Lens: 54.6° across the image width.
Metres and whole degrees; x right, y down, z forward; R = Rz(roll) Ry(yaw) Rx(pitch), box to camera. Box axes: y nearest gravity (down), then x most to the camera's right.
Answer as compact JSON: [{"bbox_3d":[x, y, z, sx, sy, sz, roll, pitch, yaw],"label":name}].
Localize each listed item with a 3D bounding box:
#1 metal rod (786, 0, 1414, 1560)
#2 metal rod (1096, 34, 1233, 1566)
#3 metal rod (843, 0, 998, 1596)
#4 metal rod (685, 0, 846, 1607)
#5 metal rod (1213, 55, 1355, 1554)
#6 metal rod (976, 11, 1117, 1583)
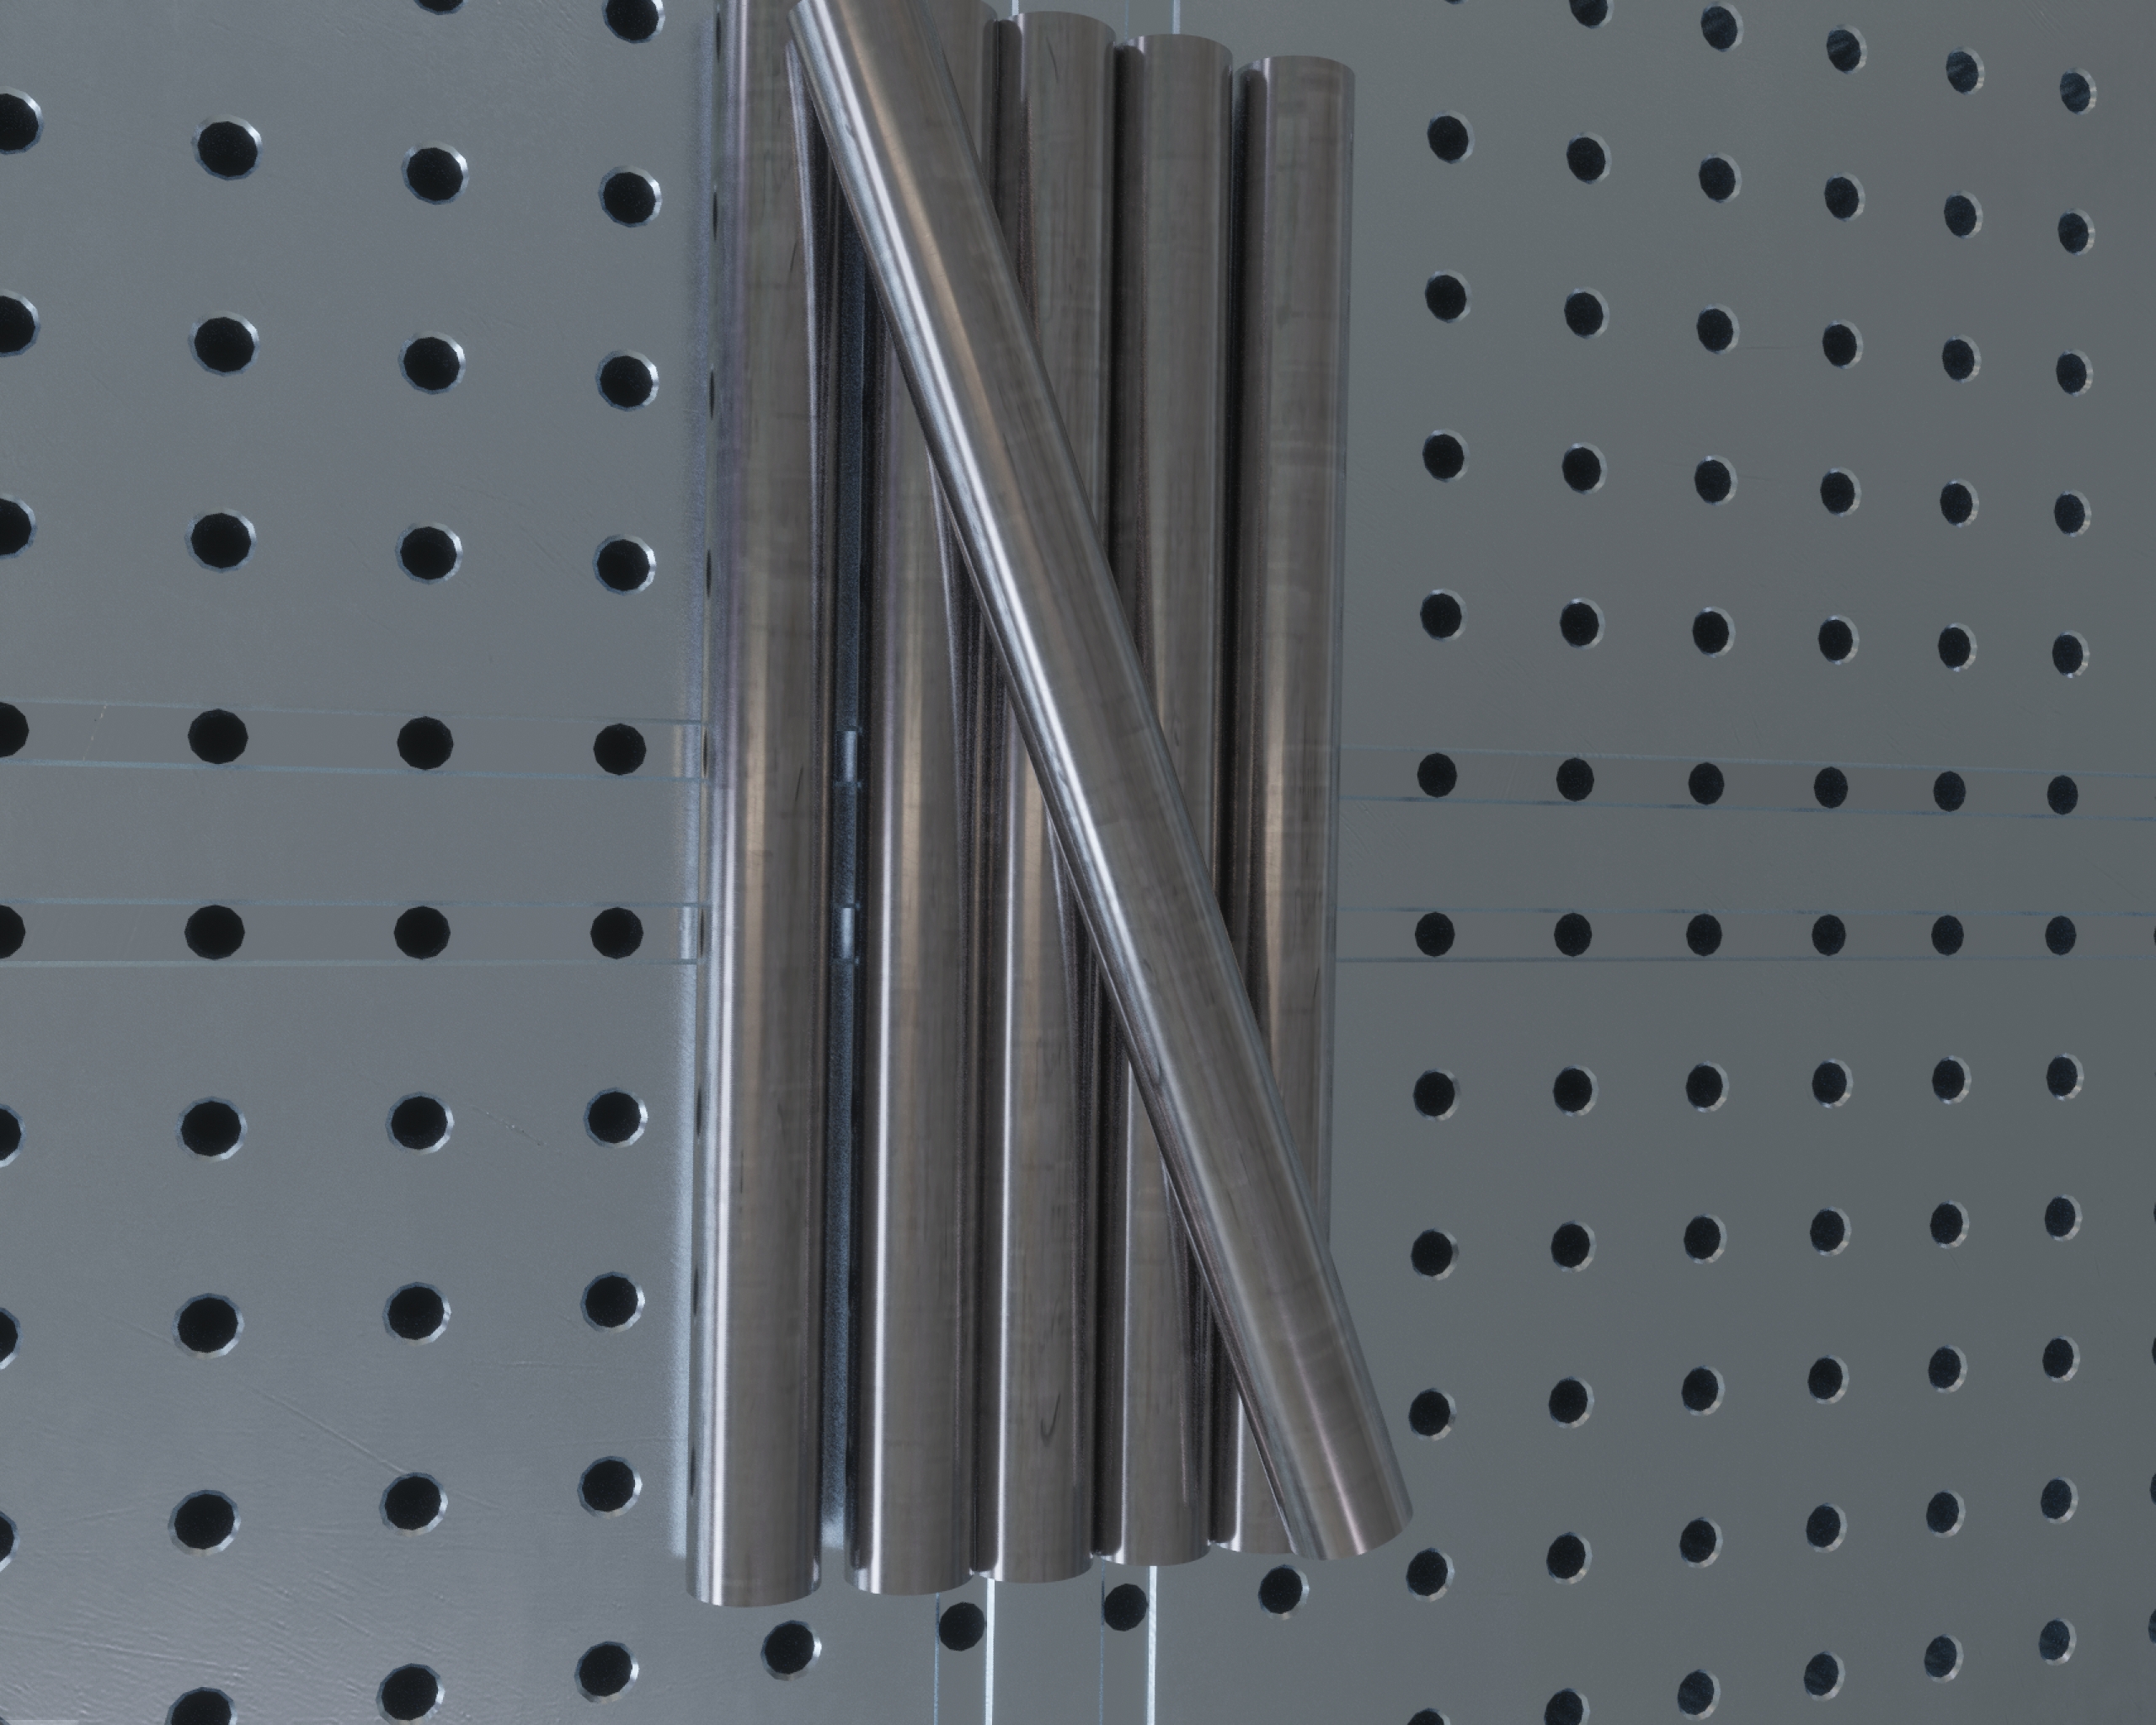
[{"bbox_3d":[0.007,-0.012,0.388,0.025,0.025,0.299,-20,97,-19],"label":"metal rod"},{"bbox_3d":[0.016,-0.012,0.419,0.025,0.025,0.298,1,90,-20],"label":"metal rod"},{"bbox_3d":[-0.030,-0.013,0.400,0.025,0.025,0.298,1,90,-20],"label":"metal rod"},{"bbox_3d":[-0.058,-0.015,0.390,0.025,0.025,0.298,1,90,-20],"label":"metal rod"},{"bbox_3d":[0.041,-0.012,0.428,0.025,0.025,0.298,1,90,-20],"label":"metal rod"},{"bbox_3d":[-0.007,-0.013,0.409,0.025,0.025,0.298,1,90,-20],"label":"metal rod"}]
